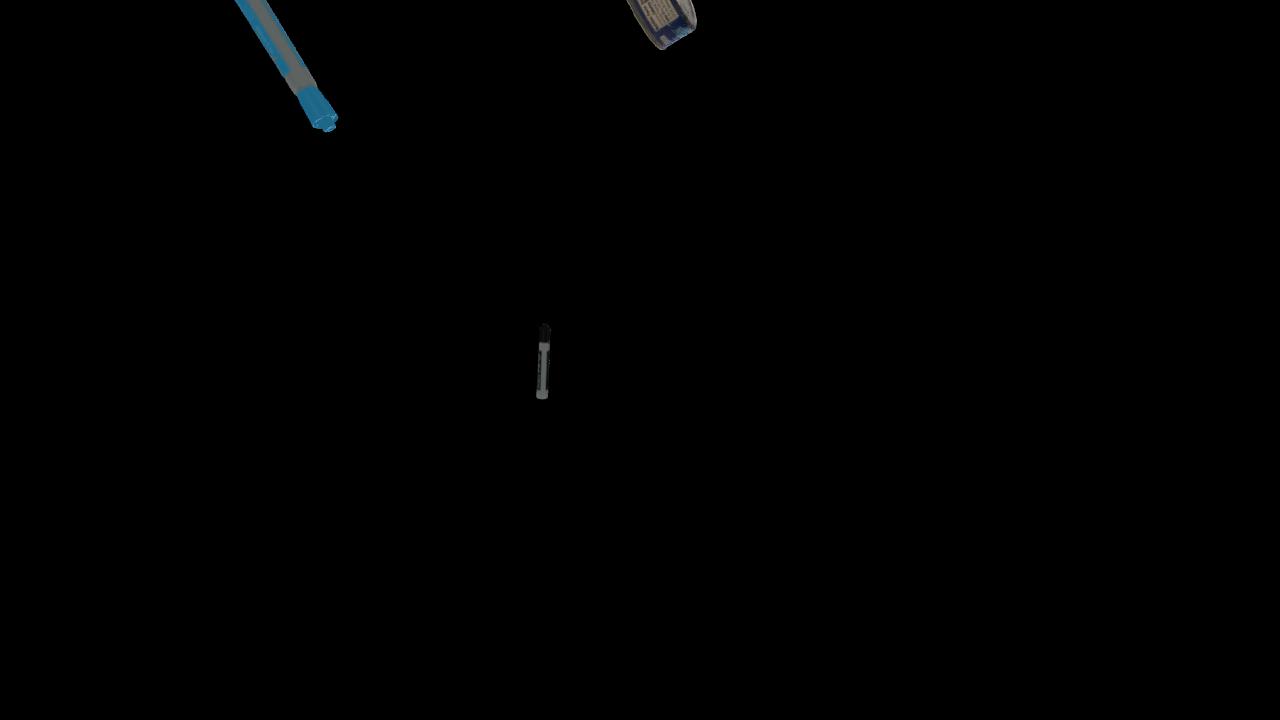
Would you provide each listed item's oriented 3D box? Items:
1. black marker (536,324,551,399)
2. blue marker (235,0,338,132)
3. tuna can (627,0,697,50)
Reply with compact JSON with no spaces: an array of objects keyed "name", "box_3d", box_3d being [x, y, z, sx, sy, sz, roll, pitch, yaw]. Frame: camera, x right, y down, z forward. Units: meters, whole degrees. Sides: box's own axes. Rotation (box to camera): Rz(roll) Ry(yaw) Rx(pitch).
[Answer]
[{"name":"black marker","box_3d":[-0.152,0.002,0.968,0.020,0.121,0.020,5,15,-1]},{"name":"blue marker","box_3d":[-0.247,-0.214,0.425,0.020,0.121,0.020,-30,6,3]},{"name":"tuna can","box_3d":[0.013,-0.296,0.490,0.034,0.084,0.084,-21,-9,24]}]
